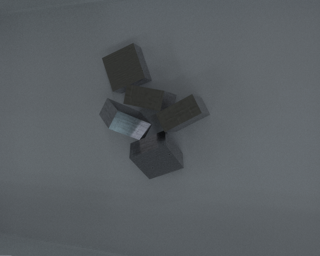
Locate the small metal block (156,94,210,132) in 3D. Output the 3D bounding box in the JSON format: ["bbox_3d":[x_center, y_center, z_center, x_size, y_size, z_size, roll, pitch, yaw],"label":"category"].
[{"bbox_3d":[0.030,-0.017,0.387,0.050,0.050,0.025,-28,81,18],"label":"small metal block"}]

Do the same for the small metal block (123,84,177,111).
[{"bbox_3d":[-0.012,-0.037,0.401,0.050,0.050,0.025,13,95,19],"label":"small metal block"}]

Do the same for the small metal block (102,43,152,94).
[{"bbox_3d":[-0.045,-0.081,0.426,0.050,0.025,0.050,-21,83,18],"label":"small metal block"}]

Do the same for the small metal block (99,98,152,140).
[{"bbox_3d":[-0.046,-0.011,0.402,0.025,0.050,0.050,-62,32,10],"label":"small metal block"}]

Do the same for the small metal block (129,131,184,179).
[{"bbox_3d":[-0.004,0.035,0.396,0.050,0.050,0.025,-21,41,19],"label":"small metal block"}]
